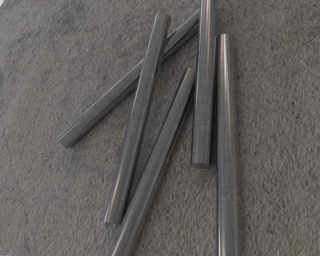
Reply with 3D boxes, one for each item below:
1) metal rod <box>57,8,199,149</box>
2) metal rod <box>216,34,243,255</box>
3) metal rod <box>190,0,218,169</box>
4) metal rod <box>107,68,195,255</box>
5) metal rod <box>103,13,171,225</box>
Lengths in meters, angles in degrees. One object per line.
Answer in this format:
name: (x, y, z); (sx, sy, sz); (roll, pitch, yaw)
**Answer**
metal rod: (-0.036, -0.079, 0.471); (0.300, 0.025, 0.025); (-43, 51, -2)
metal rod: (0.077, 0.009, 0.357); (0.025, 0.025, 0.299); (-8, 58, 24)
metal rod: (0.061, -0.094, 0.411); (0.025, 0.025, 0.299); (-6, 64, 25)
metal rod: (-0.009, 0.055, 0.374); (0.025, 0.025, 0.300); (10, 66, 32)
metal rod: (-0.025, -0.025, 0.413); (0.025, 0.025, 0.299); (1, 68, 29)
